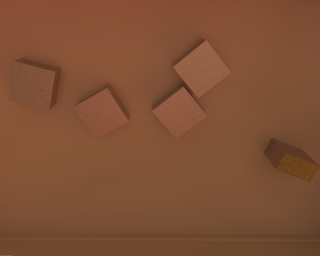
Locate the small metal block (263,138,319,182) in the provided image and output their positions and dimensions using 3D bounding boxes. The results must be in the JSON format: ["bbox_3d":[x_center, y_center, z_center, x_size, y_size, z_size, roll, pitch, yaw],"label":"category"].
[{"bbox_3d":[0.175,0.042,0.416,0.050,0.050,0.025,21,109,-8],"label":"small metal block"}]

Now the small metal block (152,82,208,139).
[{"bbox_3d":[0.025,-0.022,0.404,0.050,0.025,0.050,-38,106,12],"label":"small metal block"}]

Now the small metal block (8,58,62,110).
[{"bbox_3d":[-0.157,-0.055,0.389,0.050,0.025,0.050,14,109,-6],"label":"small metal block"}]

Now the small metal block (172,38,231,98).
[{"bbox_3d":[0.051,-0.074,0.385,0.050,0.025,0.050,-38,106,12],"label":"small metal block"}]

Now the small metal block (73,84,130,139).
[{"bbox_3d":[-0.074,-0.021,0.402,0.050,0.025,0.050,-28,108,9],"label":"small metal block"}]
